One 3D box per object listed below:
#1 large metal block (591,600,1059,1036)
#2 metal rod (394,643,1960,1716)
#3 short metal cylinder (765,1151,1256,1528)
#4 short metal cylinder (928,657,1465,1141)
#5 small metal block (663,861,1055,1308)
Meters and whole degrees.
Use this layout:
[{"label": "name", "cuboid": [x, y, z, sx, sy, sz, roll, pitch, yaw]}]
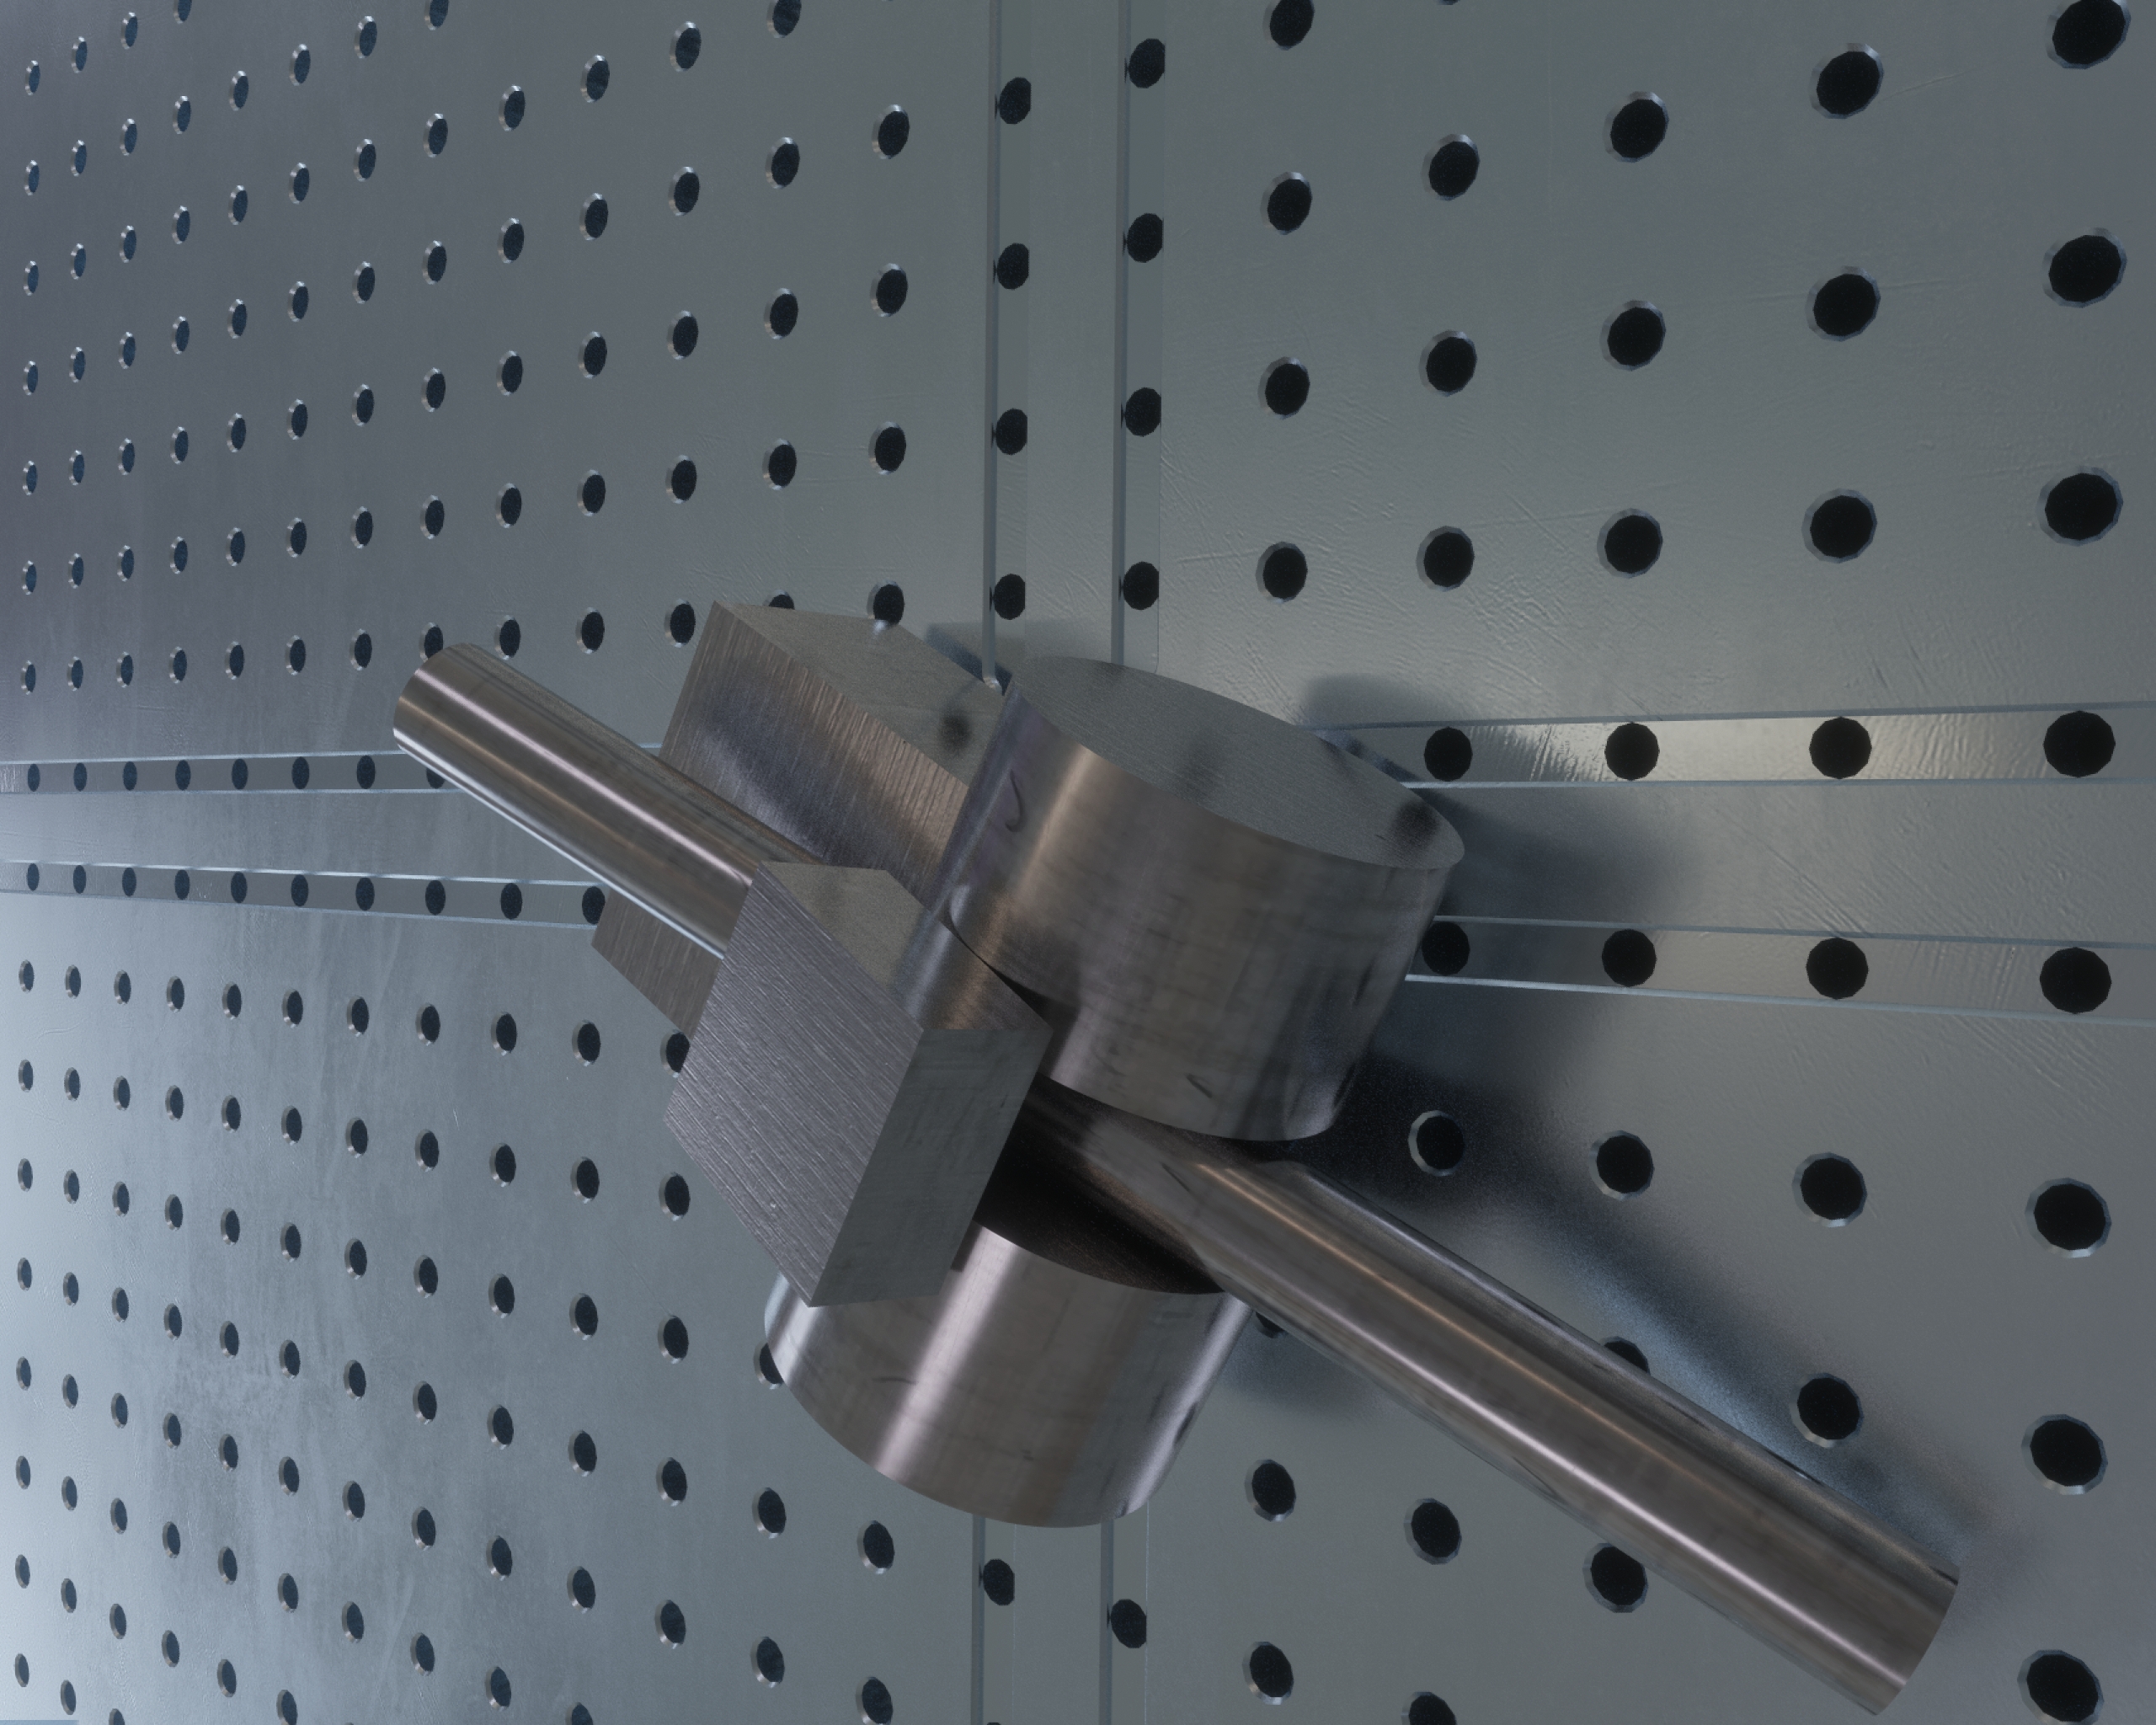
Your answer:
[{"label": "large metal block", "cuboid": [-0.044, 0.002, 0.422, 0.080, 0.050, 0.079, 36, 112, 34]}, {"label": "metal rod", "cuboid": [0.000, 0.041, 0.353, 0.300, 0.025, 0.025, 31, 110, 19]}, {"label": "short metal cylinder", "cuboid": [-0.010, 0.072, 0.376, 0.080, 0.081, 0.050, 37, 113, 34]}, {"label": "short metal cylinder", "cuboid": [0.018, 0.004, 0.355, 0.080, 0.081, 0.050, 35, 111, 34]}, {"label": "small metal block", "cuboid": [-0.036, 0.034, 0.332, 0.050, 0.025, 0.050, 40, 115, 42]}]
